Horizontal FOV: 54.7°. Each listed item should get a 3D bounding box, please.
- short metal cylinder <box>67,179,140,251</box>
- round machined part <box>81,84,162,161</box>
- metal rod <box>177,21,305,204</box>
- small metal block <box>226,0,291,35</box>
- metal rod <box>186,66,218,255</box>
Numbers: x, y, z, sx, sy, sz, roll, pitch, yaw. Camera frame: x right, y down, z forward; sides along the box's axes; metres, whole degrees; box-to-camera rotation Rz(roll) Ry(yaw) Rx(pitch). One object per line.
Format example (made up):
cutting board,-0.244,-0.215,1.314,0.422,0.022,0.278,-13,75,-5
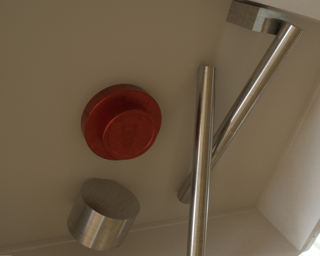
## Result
short metal cylinder,-0.073,0.110,0.403,0.081,0.080,0.050,14,111,-34
round machined part,-0.042,0.000,0.376,0.099,0.042,0.097,-14,125,-21
metal rod,0.097,-0.001,0.428,0.025,0.025,0.298,6,126,-32
small metal block,0.118,-0.133,0.377,0.050,0.050,0.025,0,119,-29
metal rod,0.054,0.071,0.408,0.025,0.025,0.298,1,94,-29
